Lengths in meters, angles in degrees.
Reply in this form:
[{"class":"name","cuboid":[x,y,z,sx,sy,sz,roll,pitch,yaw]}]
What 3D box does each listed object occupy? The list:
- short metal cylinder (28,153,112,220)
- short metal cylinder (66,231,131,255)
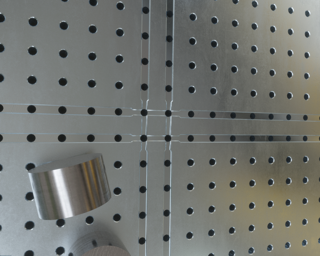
[{"class":"short metal cylinder","cuboid":[-0.099,0.062,0.347,0.081,0.080,0.050,-13,95,-20]},{"class":"short metal cylinder","cuboid":[-0.073,0.173,0.373,0.081,0.050,0.079,0,90,-20]}]
